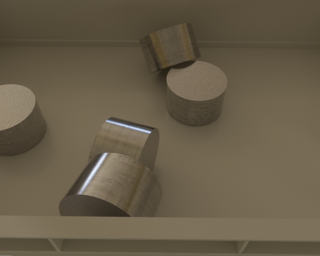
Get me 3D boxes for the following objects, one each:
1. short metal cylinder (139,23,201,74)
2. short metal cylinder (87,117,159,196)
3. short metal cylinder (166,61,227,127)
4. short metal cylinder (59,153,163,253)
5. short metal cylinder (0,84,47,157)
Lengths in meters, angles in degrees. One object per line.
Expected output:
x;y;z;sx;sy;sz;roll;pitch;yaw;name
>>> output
0.015;-0.117;0.460;0.080;0.050;0.080;-18;8;3;short metal cylinder
-0.038;0.032;0.342;0.050;0.080;0.080;15;52;12;short metal cylinder
0.049;-0.048;0.430;0.081;0.050;0.080;0;50;0;short metal cylinder
-0.043;0.069;0.286;0.080;0.079;0.050;14;42;11;short metal cylinder
-0.193;-0.010;0.396;0.080;0.050;0.080;0;50;0;short metal cylinder
